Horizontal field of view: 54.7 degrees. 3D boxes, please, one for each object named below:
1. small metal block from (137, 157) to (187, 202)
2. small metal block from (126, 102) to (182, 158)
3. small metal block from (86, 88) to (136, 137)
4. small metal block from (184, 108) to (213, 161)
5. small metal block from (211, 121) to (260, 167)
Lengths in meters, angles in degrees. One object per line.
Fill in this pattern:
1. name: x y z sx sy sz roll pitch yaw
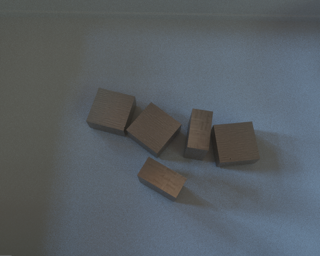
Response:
1. small metal block: 0.002 0.063 0.371 0.050 0.050 0.025 29 74 9
2. small metal block: -0.008 0.003 0.406 0.050 0.025 0.050 37 74 12
3. small metal block: -0.064 -0.021 0.414 0.050 0.025 0.050 14 71 5
4. small metal block: 0.048 0.009 0.392 0.025 0.050 0.050 9 70 2
5. small metal block: 0.096 0.021 0.401 0.050 0.025 0.050 -5 70 -3
